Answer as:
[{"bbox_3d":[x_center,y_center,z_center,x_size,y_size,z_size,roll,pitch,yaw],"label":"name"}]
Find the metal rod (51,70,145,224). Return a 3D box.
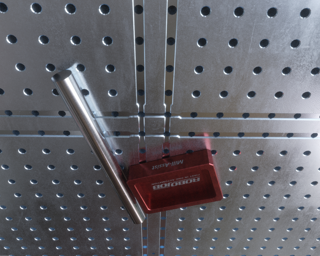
[{"bbox_3d":[-0.076,0.049,0.452,0.025,0.025,0.299,-12,130,9],"label":"metal rod"}]

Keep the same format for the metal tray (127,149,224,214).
[{"bbox_3d":[0.025,0.086,0.482,0.130,0.030,0.090,-14,129,11],"label":"metal tray"}]
